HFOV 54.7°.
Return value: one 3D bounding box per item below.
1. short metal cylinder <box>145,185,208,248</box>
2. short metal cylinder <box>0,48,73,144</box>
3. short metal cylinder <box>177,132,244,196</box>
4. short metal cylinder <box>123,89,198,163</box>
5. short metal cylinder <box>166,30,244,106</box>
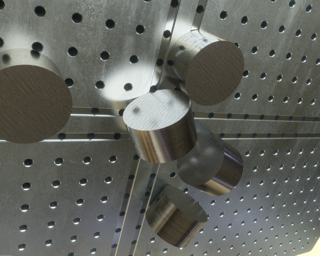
[{"bbox_3d":[0.025,0.133,0.472,0.080,0.080,0.050,27,103,-38],"label":"short metal cylinder"},{"bbox_3d":[-0.132,-0.032,0.303,0.081,0.050,0.079,-14,124,-21],"label":"short metal cylinder"},{"bbox_3d":[0.072,0.052,0.447,0.050,0.080,0.080,33,100,-38],"label":"short metal cylinder"},{"bbox_3d":[0.001,-0.004,0.374,0.080,0.080,0.050,-26,128,-12],"label":"short metal cylinder"},{"bbox_3d":[0.055,-0.074,0.379,0.081,0.050,0.079,-14,124,-21],"label":"short metal cylinder"}]
